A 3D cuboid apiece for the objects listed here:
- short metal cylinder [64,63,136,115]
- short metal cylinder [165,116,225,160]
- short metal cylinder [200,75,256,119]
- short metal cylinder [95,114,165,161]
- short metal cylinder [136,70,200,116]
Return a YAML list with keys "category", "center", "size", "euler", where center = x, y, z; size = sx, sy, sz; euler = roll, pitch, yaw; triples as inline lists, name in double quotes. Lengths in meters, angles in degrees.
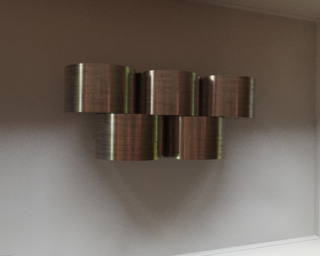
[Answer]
- category: "short metal cylinder"
  center: [-0.068, -0.041, 0.354]
  size: [0.081, 0.080, 0.050]
  euler: [1, 90, -20]
- category: "short metal cylinder"
  center: [0.042, 0.011, 0.395]
  size: [0.081, 0.080, 0.050]
  euler: [1, 90, -20]
- category: "short metal cylinder"
  center: [0.085, -0.038, 0.410]
  size: [0.081, 0.080, 0.050]
  euler: [2, 90, -20]
- category: "short metal cylinder"
  center: [-0.035, 0.010, 0.366]
  size: [0.081, 0.080, 0.050]
  euler: [1, 90, -20]
- category: "short metal cylinder"
  center: [0.009, -0.039, 0.382]
  size: [0.081, 0.080, 0.050]
  euler: [1, 90, -20]
